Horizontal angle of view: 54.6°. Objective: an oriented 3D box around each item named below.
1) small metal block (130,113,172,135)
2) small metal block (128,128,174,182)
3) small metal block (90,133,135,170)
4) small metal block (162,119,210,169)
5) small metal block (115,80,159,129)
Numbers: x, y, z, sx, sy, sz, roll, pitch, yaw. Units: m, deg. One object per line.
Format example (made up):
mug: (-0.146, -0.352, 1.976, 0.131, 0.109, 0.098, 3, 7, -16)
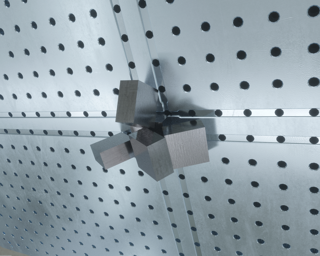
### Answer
small metal block: (-0.009, 0.008, 0.422, 0.050, 0.025, 0.050, 3, 120, 27)
small metal block: (-0.011, 0.032, 0.390, 0.050, 0.025, 0.050, 26, 137, 55)
small metal block: (-0.064, 0.031, 0.435, 0.050, 0.050, 0.025, 19, 129, 61)
small metal block: (0.033, 0.021, 0.393, 0.050, 0.025, 0.050, -12, 116, -1)
small metal block: (-0.027, -0.028, 0.379, 0.025, 0.050, 0.050, 3, 84, 27)
